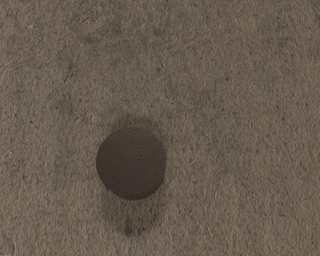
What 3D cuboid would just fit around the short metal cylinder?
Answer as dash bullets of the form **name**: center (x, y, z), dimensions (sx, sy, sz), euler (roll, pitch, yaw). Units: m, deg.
- **short metal cylinder**: center (-0.033, 0.045, 0.378), dimensions (0.081, 0.050, 0.080), euler (0, 70, 0)
